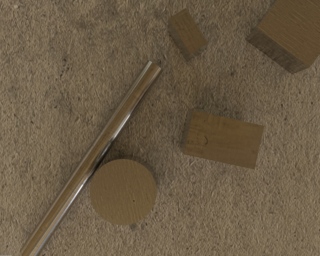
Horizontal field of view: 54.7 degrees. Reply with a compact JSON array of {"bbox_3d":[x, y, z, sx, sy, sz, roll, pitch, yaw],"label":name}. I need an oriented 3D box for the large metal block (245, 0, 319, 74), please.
[{"bbox_3d":[0.173,-0.129,0.399,0.080,0.050,0.080,37,90,0],"label":"large metal block"}]

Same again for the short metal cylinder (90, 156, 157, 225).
[{"bbox_3d":[-0.044,0.077,0.397,0.081,0.050,0.080,0,90,0],"label":"short metal cylinder"}]

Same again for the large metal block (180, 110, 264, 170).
[{"bbox_3d":[0.071,0.013,0.383,0.080,0.080,0.050,12,90,0],"label":"large metal block"}]

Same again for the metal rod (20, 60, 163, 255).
[{"bbox_3d":[-0.090,0.042,0.409,0.025,0.025,0.299,34,90,0],"label":"metal rod"}]

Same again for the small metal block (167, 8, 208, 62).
[{"bbox_3d":[0.034,-0.117,0.398,0.025,0.050,0.050,-32,90,0],"label":"small metal block"}]
